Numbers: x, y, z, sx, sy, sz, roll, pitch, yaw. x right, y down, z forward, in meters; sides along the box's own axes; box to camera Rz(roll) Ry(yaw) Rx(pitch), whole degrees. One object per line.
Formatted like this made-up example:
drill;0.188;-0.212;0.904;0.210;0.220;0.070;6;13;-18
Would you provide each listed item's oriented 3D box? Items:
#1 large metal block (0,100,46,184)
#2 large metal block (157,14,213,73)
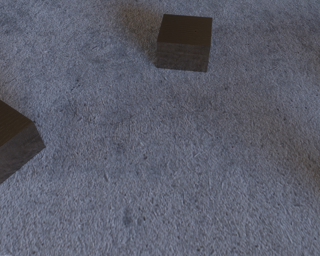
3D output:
large metal block;-0.203;0.015;0.372;0.080;0.050;0.080;29;56;22
large metal block;0.040;-0.139;0.504;0.080;0.050;0.080;6;50;5
